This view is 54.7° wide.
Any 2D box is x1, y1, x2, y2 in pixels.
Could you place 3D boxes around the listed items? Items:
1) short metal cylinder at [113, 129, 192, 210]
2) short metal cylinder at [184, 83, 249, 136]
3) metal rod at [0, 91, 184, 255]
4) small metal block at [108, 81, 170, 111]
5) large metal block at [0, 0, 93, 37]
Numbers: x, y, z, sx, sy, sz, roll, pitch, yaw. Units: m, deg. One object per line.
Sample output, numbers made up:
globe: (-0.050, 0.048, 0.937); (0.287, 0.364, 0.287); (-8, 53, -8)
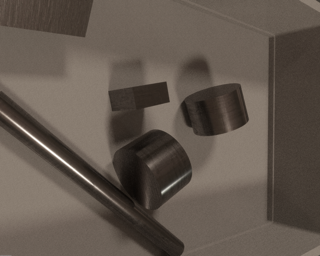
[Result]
short metal cylinder: (-0.009, 0.048, 0.365); (0.050, 0.080, 0.080); (-32, 110, -36)
short metal cylinder: (0.080, -0.027, 0.441); (0.081, 0.080, 0.050); (-29, 109, -37)
metal rod: (-0.065, 0.072, 0.354); (0.300, 0.025, 0.025); (48, 62, -30)
small metal block: (-0.025, -0.038, 0.371); (0.050, 0.050, 0.025); (-16, 101, -39)
large metal block: (-0.106, -0.134, 0.278); (0.081, 0.050, 0.079); (-4, 127, -40)
